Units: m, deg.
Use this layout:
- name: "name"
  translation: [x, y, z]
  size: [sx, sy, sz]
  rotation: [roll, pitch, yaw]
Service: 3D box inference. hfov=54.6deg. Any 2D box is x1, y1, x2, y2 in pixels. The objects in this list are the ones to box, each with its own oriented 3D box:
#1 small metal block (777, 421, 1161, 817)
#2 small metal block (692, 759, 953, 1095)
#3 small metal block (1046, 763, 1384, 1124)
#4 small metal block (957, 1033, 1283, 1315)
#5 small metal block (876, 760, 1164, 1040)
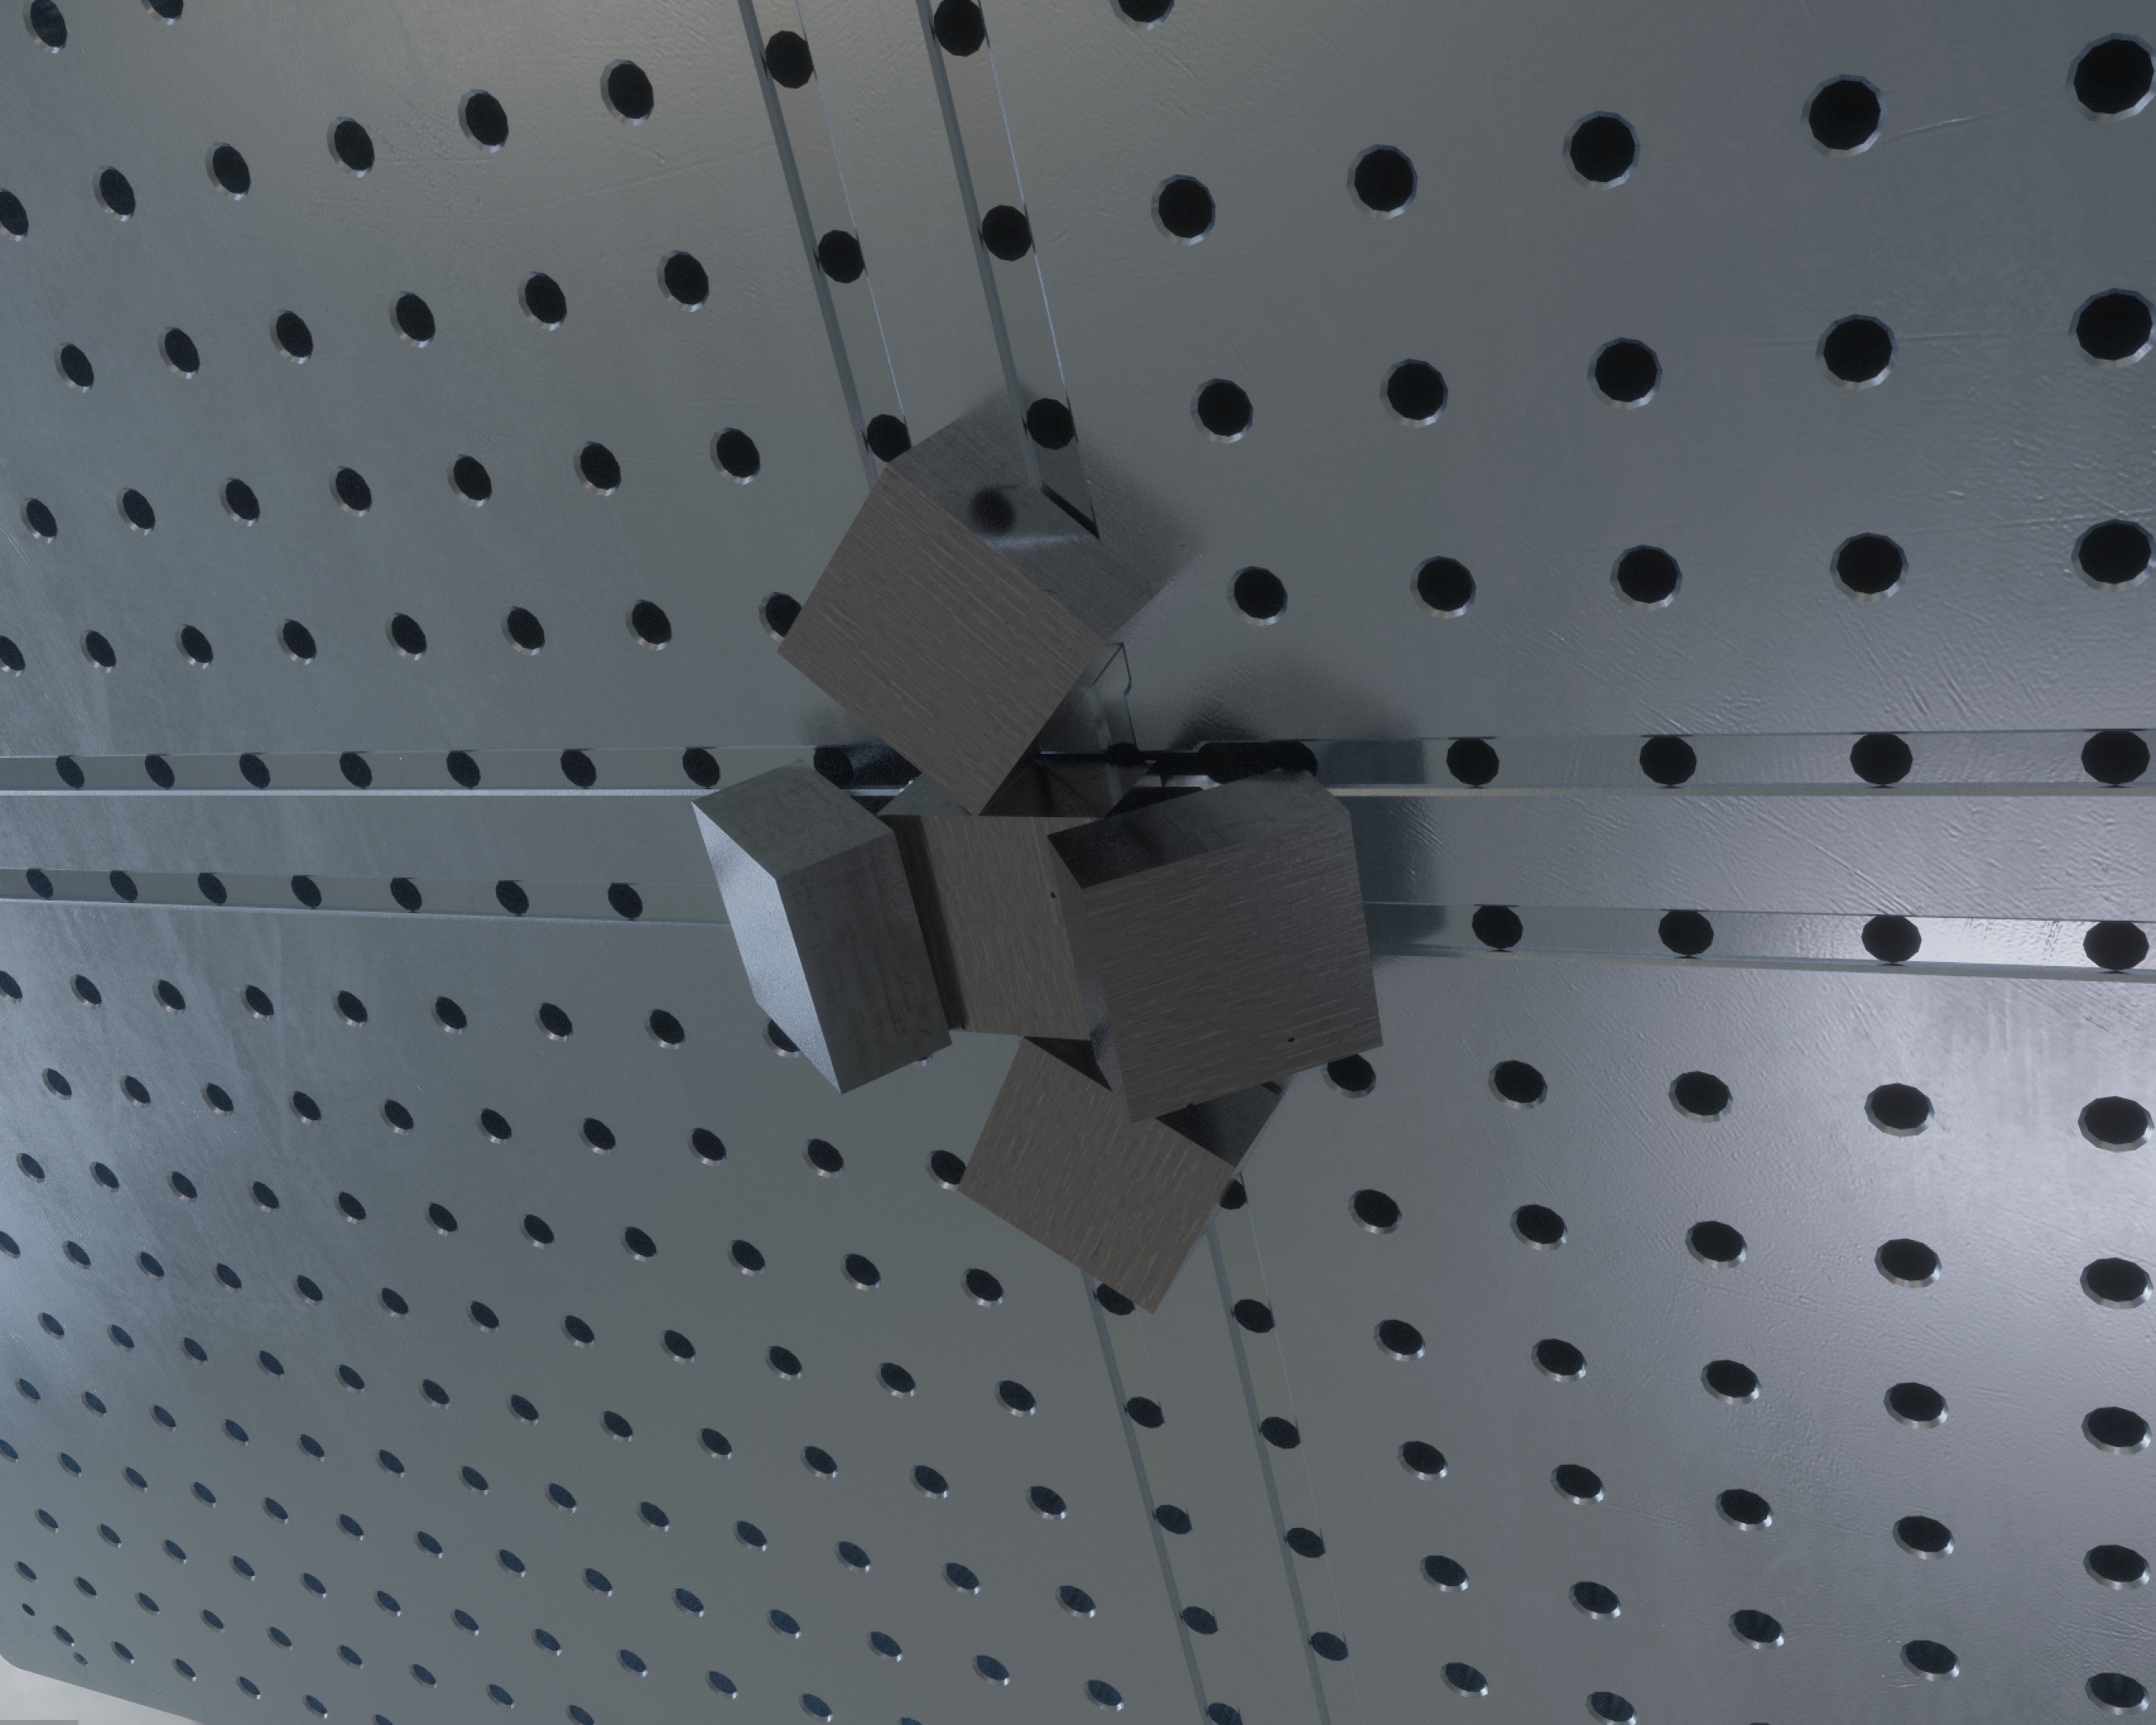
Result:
- name: "small metal block"
  translation: [-0.021, -0.046, 0.395]
  size: [0.050, 0.025, 0.050]
  rotation: [40, 129, 2]
- name: "small metal block"
  translation: [-0.053, 0.012, 0.431]
  size: [0.050, 0.025, 0.050]
  rotation: [34, 143, 55]
- name: "small metal block"
  translation: [0.026, 0.015, 0.389]
  size: [0.050, 0.025, 0.050]
  rotation: [-16, 116, -9]
- name: "small metal block"
  translation: [0.008, 0.060, 0.444]
  size: [0.050, 0.025, 0.050]
  rotation: [31, 129, 10]
- name: "small metal block"
  translation: [-0.007, 0.007, 0.419]
  size: [0.050, 0.025, 0.050]
  rotation: [1, 118, 27]
